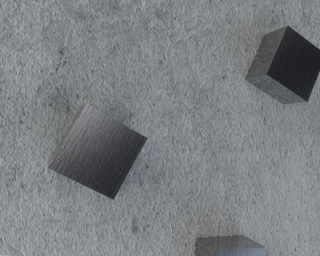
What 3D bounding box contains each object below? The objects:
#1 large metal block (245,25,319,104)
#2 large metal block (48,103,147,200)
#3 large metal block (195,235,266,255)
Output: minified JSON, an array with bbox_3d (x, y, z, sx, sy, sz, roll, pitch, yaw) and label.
[{"bbox_3d":[0.188,-0.091,0.465,0.080,0.050,0.080,28,81,-18],"label":"large metal block"},{"bbox_3d":[-0.075,0.027,0.368,0.080,0.050,0.080,31,80,-18],"label":"large metal block"},{"bbox_3d":[0.095,0.199,0.431,0.081,0.050,0.080,5,89,-20],"label":"large metal block"}]
